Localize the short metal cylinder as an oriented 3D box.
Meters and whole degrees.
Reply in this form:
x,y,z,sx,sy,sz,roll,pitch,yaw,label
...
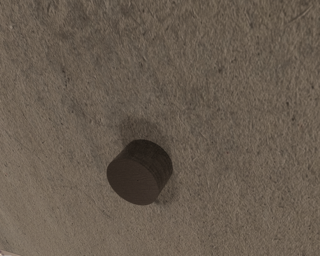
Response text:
x,y,z,sx,sy,sz,roll,pitch,yaw,label
-0.028,0.063,0.443,0.080,0.050,0.079,13,124,20,short metal cylinder
